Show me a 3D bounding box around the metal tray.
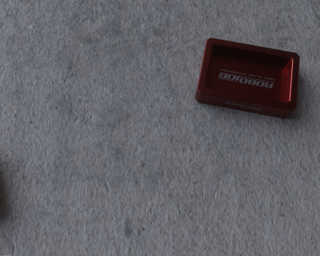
[{"bbox_3d":[0.122,-0.070,0.432,0.131,0.030,0.090,11,70,3],"label":"metal tray"}]
